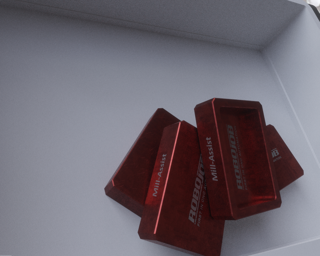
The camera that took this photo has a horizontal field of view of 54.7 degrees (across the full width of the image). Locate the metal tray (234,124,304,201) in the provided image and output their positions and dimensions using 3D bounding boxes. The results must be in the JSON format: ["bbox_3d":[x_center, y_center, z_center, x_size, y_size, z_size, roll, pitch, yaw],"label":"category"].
[{"bbox_3d":[0.140,0.053,0.448,0.131,0.030,0.090,-18,71,-35],"label":"metal tray"}]

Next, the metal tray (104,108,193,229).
[{"bbox_3d":[0.004,0.047,0.378,0.090,0.030,0.130,35,51,-5],"label":"metal tray"}]

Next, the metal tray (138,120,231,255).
[{"bbox_3d":[0.035,0.068,0.346,0.090,0.030,0.130,29,61,-28],"label":"metal tray"}]

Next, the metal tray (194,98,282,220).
[{"bbox_3d":[0.091,0.033,0.359,0.091,0.030,0.129,0,77,-38],"label":"metal tray"}]
